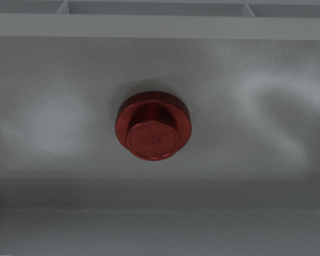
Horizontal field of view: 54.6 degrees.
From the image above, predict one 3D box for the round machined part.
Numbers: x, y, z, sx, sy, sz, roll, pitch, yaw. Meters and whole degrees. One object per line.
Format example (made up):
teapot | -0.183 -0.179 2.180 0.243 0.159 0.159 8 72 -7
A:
round machined part | -0.008 0.005 0.398 0.099 0.042 0.097 0 130 0
